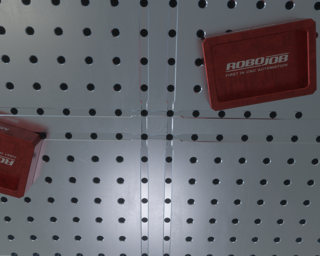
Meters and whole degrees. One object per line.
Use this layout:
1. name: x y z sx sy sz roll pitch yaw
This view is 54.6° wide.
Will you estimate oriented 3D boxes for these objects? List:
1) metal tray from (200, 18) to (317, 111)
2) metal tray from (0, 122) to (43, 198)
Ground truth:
1. metal tray: 0.120 -0.077 0.382 0.131 0.030 0.090 -10 110 3
2. metal tray: -0.237 0.035 0.421 0.131 0.030 0.089 18 109 -7
